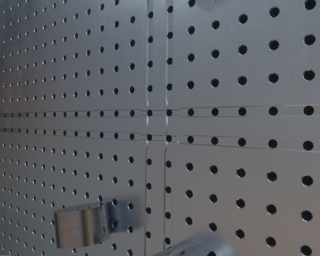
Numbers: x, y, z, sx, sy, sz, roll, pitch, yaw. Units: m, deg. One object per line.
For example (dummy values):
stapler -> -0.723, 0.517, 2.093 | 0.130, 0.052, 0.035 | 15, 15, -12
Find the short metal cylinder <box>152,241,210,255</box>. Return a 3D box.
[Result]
short metal cylinder -> 0.024, 0.184, 0.373 | 0.080, 0.050, 0.079 | 0, 90, 40

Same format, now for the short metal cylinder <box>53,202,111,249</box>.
short metal cylinder -> -0.117, 0.146, 0.471 | 0.080, 0.081, 0.050 | -13, 82, 39
